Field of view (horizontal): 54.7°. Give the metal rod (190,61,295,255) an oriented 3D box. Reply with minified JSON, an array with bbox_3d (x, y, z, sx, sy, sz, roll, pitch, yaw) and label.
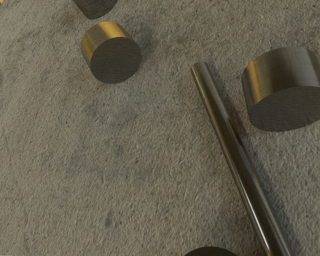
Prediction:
[{"bbox_3d":[0.086,0.035,0.337,0.025,0.025,0.299,-25,53,13],"label":"metal rod"}]

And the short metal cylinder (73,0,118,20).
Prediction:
[{"bbox_3d":[-0.132,-0.266,0.620,0.080,0.050,0.080,-13,56,21],"label":"short metal cylinder"}]

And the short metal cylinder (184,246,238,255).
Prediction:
[{"bbox_3d":[0.052,0.149,0.269,0.080,0.050,0.080,-13,56,21],"label":"short metal cylinder"}]

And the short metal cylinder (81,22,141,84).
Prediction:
[{"bbox_3d":[-0.076,-0.116,0.479,0.080,0.080,0.050,-37,51,4],"label":"short metal cylinder"}]

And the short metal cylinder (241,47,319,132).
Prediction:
[{"bbox_3d":[0.130,-0.038,0.324,0.080,0.080,0.050,-15,56,20],"label":"short metal cylinder"}]
